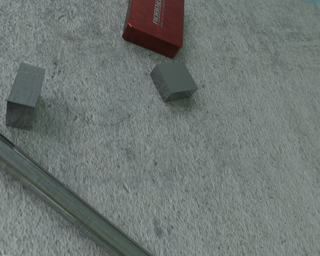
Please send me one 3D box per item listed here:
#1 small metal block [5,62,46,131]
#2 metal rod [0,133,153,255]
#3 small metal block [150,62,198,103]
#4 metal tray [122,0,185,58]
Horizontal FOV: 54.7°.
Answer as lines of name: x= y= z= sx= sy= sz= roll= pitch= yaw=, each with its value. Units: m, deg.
small metal block: x=-0.144 y=-0.033 z=0.331 sx=0.025 sy=0.050 sz=0.050 roll=15 pitch=56 yaw=-21
metal rod: x=-0.114 y=0.058 z=0.307 sx=0.300 sy=0.025 sz=0.025 roll=39 pitch=51 yaw=-2
small metal block: x=0.021 y=-0.069 z=0.459 sx=0.050 sy=0.025 sz=0.050 roll=-14 pitch=69 yaw=-34
metal tray: x=-0.007 y=-0.184 z=0.511 sx=0.091 sy=0.030 sz=0.130 roll=17 pitch=55 yaw=-19
